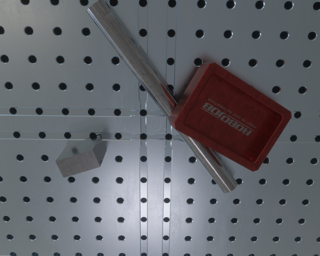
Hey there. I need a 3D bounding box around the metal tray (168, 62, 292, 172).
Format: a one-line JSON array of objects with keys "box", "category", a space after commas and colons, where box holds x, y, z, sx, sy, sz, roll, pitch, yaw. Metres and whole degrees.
[{"box": [0.089, -0.013, 0.391, 0.131, 0.030, 0.090, 29, 96, -16], "category": "metal tray"}]

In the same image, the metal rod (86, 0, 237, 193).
[{"box": [0.012, -0.029, 0.402, 0.025, 0.025, 0.300, -34, 107, 12], "category": "metal rod"}]

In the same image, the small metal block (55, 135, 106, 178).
[{"box": [-0.103, 0.037, 0.413, 0.050, 0.050, 0.025, -17, 109, 6], "category": "small metal block"}]
